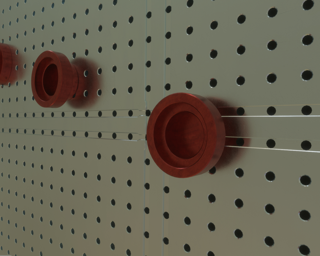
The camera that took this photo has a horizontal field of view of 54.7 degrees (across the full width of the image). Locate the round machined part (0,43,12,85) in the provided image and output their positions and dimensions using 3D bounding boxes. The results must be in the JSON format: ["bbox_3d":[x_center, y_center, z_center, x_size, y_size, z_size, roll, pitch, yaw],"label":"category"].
[{"bbox_3d":[-0.383,-0.149,0.709,0.098,0.042,0.097,0,90,39],"label":"round machined part"}]

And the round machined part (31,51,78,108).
[{"bbox_3d":[-0.182,-0.084,0.545,0.098,0.042,0.097,0,90,39],"label":"round machined part"}]

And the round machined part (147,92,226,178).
[{"bbox_3d":[0.034,0.008,0.369,0.098,0.042,0.097,0,90,39],"label":"round machined part"}]
